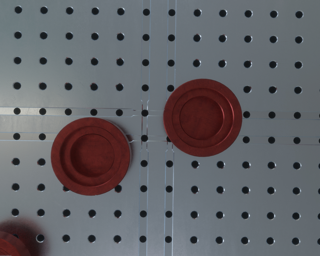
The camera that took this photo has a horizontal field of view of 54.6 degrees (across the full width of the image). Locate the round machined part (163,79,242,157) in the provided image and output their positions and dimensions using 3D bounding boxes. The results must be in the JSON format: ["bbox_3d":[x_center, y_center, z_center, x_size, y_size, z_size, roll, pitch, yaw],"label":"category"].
[{"bbox_3d":[0.053,-0.013,0.405,0.099,0.042,0.097,0,90,0],"label":"round machined part"}]

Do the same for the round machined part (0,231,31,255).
[{"bbox_3d":[-0.214,0.182,0.404,0.099,0.042,0.097,0,90,0],"label":"round machined part"}]

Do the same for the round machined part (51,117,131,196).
[{"bbox_3d":[-0.086,0.035,0.404,0.099,0.042,0.097,0,90,0],"label":"round machined part"}]
